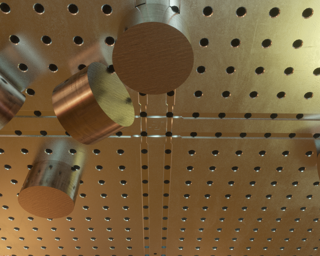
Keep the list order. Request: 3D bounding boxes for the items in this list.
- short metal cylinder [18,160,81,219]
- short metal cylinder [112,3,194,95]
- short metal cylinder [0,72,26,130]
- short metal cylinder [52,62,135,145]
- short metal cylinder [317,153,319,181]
[{"bbox_3d":[-0.167,0.094,0.474,0.081,0.050,0.079,0,130,0],"label":"short metal cylinder"},{"bbox_3d":[-0.007,-0.082,0.325,0.081,0.050,0.079,0,130,0],"label":"short metal cylinder"},{"bbox_3d":[-0.203,-0.027,0.350,0.080,0.080,0.050,-25,126,19],"label":"short metal cylinder"},{"bbox_3d":[-0.073,-0.027,0.352,0.050,0.080,0.080,-27,125,21],"label":"short metal cylinder"},{"bbox_3d":[0.264,0.070,0.437,0.050,0.080,0.080,-12,129,10],"label":"short metal cylinder"}]
